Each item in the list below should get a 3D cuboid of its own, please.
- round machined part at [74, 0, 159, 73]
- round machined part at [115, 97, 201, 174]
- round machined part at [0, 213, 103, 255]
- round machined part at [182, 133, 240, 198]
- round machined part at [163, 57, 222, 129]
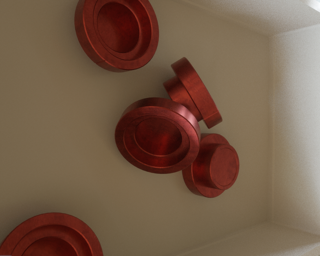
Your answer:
[{"bbox_3d":[-0.052,-0.112,0.353,0.099,0.042,0.097,0,90,-40],"label":"round machined part"},{"bbox_3d":[-0.001,0.005,0.370,0.098,0.098,0.042,56,27,-26],"label":"round machined part"},{"bbox_3d":[-0.107,0.134,0.291,0.099,0.042,0.098,19,53,-28],"label":"round machined part"},{"bbox_3d":[0.083,0.057,0.468,0.099,0.042,0.097,0,90,-40],"label":"round machined part"},{"bbox_3d":[0.039,-0.040,0.407,0.042,0.098,0.098,-31,115,6],"label":"round machined part"}]
